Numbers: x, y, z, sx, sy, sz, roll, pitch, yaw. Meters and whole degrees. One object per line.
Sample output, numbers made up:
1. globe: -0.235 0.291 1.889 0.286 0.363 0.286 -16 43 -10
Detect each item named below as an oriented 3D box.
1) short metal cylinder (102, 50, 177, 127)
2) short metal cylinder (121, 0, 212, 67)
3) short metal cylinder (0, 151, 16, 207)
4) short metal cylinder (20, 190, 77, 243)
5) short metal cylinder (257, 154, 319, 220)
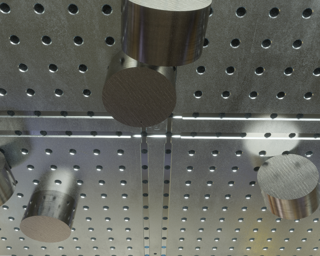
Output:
1. short metal cylinder: -0.022 -0.047 0.355 0.081 0.050 0.079 0 130 0
2. short metal cylinder: 0.004 -0.100 0.291 0.081 0.080 0.050 4 130 -4
3. short metal cylinder: -0.253 0.073 0.435 0.081 0.080 0.050 0 130 0
4. short metal cylinder: -0.185 0.149 0.520 0.081 0.050 0.079 0 130 0
5. short metal cylinder: 0.187 0.084 0.449 0.080 0.080 0.050 -16 128 13
